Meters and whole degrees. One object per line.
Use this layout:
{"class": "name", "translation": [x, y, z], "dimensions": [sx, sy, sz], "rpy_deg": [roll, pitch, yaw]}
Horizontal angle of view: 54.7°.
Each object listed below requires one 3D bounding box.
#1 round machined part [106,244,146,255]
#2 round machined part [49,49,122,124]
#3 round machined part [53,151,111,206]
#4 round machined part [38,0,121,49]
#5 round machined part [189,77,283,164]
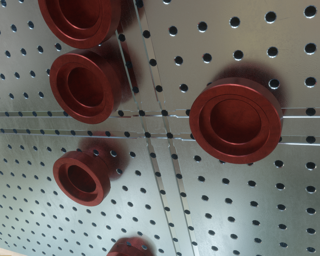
{"class": "round machined part", "translation": [-0.065, 0.278, 0.604], "dimensions": [0.098, 0.042, 0.097], "rpy_deg": [13, 124, 20]}
{"class": "round machined part", "translation": [-0.093, -0.057, 0.412], "dimensions": [0.098, 0.042, 0.097], "rpy_deg": [13, 124, 20]}
{"class": "round machined part", "translation": [-0.123, 0.078, 0.511], "dimensions": [0.098, 0.042, 0.097], "rpy_deg": [13, 124, 20]}
{"class": "round machined part", "translation": [-0.087, -0.144, 0.355], "dimensions": [0.098, 0.042, 0.097], "rpy_deg": [13, 124, 20]}
{"class": "round machined part", "translation": [0.086, -0.011, 0.347], "dimensions": [0.098, 0.042, 0.097], "rpy_deg": [13, 124, 20]}
